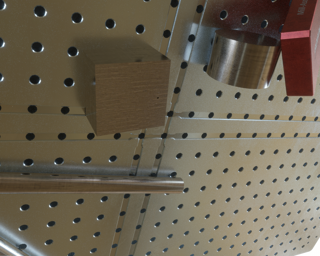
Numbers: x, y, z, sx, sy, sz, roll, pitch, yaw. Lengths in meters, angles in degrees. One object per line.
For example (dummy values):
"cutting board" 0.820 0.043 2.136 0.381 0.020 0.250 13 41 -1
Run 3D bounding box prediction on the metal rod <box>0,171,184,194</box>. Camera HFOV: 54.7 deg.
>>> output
"metal rod" -0.097 0.073 0.402 0.302 0.025 0.025 8 115 -32

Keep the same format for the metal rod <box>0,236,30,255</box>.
"metal rod" -0.195 0.170 0.409 0.025 0.025 0.299 -34 129 -6

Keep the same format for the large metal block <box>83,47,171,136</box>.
"large metal block" -0.039 -0.043 0.347 0.081 0.050 0.079 -9 123 -24

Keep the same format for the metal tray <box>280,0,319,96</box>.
"metal tray" 0.183 -0.113 0.391 0.130 0.030 0.090 -60 139 -35

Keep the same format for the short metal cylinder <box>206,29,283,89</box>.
"short metal cylinder" 0.102 -0.086 0.378 0.081 0.080 0.050 -6 121 -26
